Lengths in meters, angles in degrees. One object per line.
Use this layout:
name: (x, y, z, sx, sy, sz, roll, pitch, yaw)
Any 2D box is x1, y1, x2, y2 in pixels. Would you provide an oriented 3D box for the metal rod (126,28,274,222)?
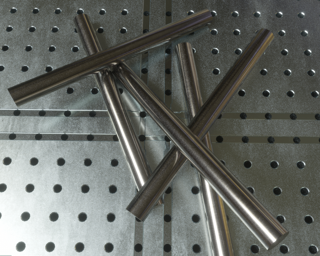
metal rod: (0.060, -0.015, 0.390, 0.025, 0.025, 0.300, 34, 73, 11)

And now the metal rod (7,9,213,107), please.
metal rod: (-0.053, -0.103, 0.426, 0.302, 0.025, 0.025, -28, 73, -19)

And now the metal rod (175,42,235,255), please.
metal rod: (0.055, 0.021, 0.404, 0.025, 0.025, 0.299, -7, 70, -3)

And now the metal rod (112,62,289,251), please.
metal rod: (0.023, 0.007, 0.356, 0.025, 0.025, 0.300, -33, 53, -11)

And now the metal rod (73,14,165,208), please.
metal rod: (-0.062, -0.034, 0.423, 0.025, 0.025, 0.299, -21, 72, -8)
